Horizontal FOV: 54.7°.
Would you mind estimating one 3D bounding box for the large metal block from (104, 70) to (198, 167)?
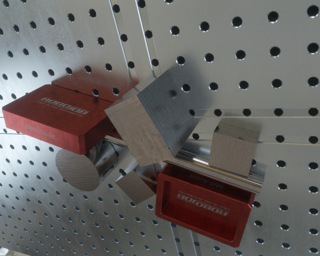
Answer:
[{"bbox_3d":[-0.007,-0.013,0.373,0.050,0.080,0.080,-20,108,36],"label":"large metal block"}]

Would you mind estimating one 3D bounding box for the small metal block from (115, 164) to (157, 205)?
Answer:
[{"bbox_3d":[-0.033,0.086,0.483,0.050,0.025,0.050,48,129,-6],"label":"small metal block"}]

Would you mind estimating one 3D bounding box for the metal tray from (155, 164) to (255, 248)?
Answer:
[{"bbox_3d":[0.060,0.109,0.443,0.130,0.030,0.089,17,126,18],"label":"metal tray"}]

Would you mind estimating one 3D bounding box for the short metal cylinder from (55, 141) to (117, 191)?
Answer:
[{"bbox_3d":[-0.115,0.052,0.487,0.080,0.050,0.079,13,124,21],"label":"short metal cylinder"}]

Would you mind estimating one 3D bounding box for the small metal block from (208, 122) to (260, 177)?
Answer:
[{"bbox_3d":[0.090,0.026,0.380,0.050,0.025,0.050,16,125,19],"label":"small metal block"}]

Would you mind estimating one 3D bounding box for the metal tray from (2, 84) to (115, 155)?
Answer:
[{"bbox_3d":[-0.134,-0.017,0.428,0.130,0.090,0.030,17,125,18],"label":"metal tray"}]

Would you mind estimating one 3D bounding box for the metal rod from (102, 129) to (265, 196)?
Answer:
[{"bbox_3d":[-0.009,0.029,0.434,0.301,0.025,0.025,18,126,17],"label":"metal rod"}]
